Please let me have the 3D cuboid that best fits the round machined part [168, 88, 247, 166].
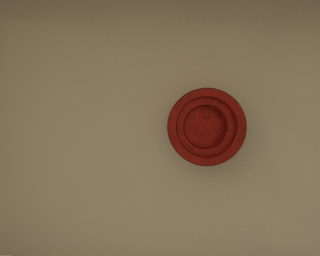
[{"bbox_3d":[0.059,-0.001,0.404,0.099,0.042,0.097,0,90,-1],"label":"round machined part"}]
